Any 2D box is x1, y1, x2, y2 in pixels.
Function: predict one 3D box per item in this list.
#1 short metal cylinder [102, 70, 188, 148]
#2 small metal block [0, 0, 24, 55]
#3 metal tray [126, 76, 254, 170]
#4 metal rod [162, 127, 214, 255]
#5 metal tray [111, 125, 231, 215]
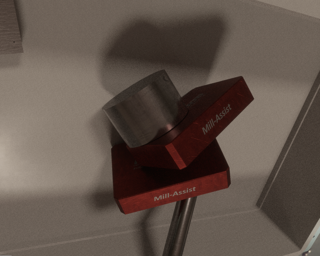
[{"bbox_3d":[-0.016,-0.022,0.343,0.080,0.080,0.050,-34,106,-6],"label":"short metal cylinder"},{"bbox_3d":[-0.152,-0.091,0.270,0.050,0.025,0.050,-12,124,-22],"label":"small metal block"},{"bbox_3d":[0.034,-0.007,0.353,0.131,0.090,0.030,-41,108,-28],"label":"metal tray"},{"bbox_3d":[0.028,0.126,0.411,0.025,0.025,0.299,25,75,-37],"label":"metal rod"},{"bbox_3d":[0.009,0.045,0.378,0.131,0.090,0.030,-15,130,0],"label":"metal tray"}]
